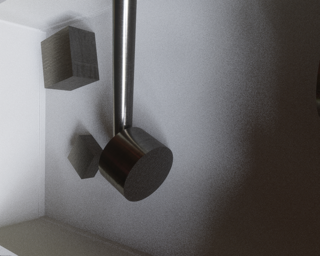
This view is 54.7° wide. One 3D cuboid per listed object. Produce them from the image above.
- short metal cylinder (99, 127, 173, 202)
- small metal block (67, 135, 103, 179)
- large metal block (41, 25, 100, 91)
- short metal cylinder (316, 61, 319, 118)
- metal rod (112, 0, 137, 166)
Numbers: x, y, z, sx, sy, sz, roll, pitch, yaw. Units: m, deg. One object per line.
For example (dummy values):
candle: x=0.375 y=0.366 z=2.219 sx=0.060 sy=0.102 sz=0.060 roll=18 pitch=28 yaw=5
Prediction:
short metal cylinder: x=-0.030 y=0.046 z=0.393 sx=0.050 sy=0.081 sz=0.079 roll=35 pitch=111 yaw=34
small metal block: x=-0.119 y=0.046 z=0.502 sx=0.050 sy=0.025 sz=0.050 roll=47 pitch=118 yaw=29
large metal block: x=-0.149 y=-0.111 z=0.511 sx=0.080 sy=0.050 sz=0.080 roll=-11 pitch=83 yaw=39
short metal cylinder: x=0.160 y=-0.042 z=0.239 sx=0.050 sy=0.081 sz=0.079 roll=12 pitch=98 yaw=39
metal rod: x=-0.044 y=-0.048 z=0.372 sx=0.025 sy=0.025 sz=0.298 roll=32 pitch=131 yaw=35
